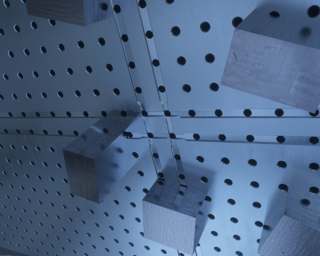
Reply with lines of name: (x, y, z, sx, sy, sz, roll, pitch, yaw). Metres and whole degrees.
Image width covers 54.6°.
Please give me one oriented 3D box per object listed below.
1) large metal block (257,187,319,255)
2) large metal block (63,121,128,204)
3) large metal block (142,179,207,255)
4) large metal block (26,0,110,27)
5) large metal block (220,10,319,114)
large metal block: (0.178, 0.133, 0.383, 0.080, 0.050, 0.079, 24, 127, 13)
large metal block: (-0.090, 0.048, 0.454, 0.050, 0.080, 0.079, 15, 124, 20)
large metal block: (0.022, 0.133, 0.466, 0.080, 0.050, 0.080, 13, 124, 21)
large metal block: (-0.105, -0.167, 0.348, 0.080, 0.050, 0.079, 17, 125, 18)
large metal block: (0.109, -0.064, 0.279, 0.080, 0.080, 0.050, 20, 126, 16)
